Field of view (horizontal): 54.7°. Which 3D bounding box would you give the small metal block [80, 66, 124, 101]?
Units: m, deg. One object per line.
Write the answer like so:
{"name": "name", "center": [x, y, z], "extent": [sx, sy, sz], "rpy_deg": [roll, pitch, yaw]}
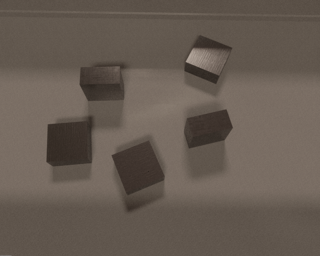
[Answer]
{"name": "small metal block", "center": [-0.076, -0.059, 0.417], "extent": [0.050, 0.050, 0.025], "rpy_deg": [-2, 70, -1]}

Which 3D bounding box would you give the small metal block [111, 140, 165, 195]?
{"name": "small metal block", "center": [-0.027, 0.050, 0.391], "extent": [0.050, 0.025, 0.050], "rpy_deg": [-22, 72, -8]}

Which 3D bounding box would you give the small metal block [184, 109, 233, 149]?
{"name": "small metal block", "center": [0.060, 0.002, 0.396], "extent": [0.050, 0.050, 0.025], "rpy_deg": [-13, 71, -5]}

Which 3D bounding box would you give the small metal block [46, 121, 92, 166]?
{"name": "small metal block", "center": [-0.117, 0.021, 0.401], "extent": [0.050, 0.025, 0.050], "rpy_deg": [-5, 70, -2]}

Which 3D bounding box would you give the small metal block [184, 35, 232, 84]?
{"name": "small metal block", "center": [0.069, -0.099, 0.447], "extent": [0.050, 0.025, 0.050], "rpy_deg": [24, 72, 8]}
